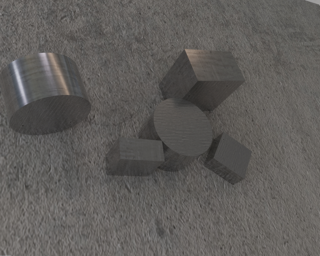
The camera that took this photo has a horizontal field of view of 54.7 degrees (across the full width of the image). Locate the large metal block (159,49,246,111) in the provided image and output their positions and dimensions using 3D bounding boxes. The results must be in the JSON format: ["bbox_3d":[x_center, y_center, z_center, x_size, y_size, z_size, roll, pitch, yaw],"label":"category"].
[{"bbox_3d":[0.057,-0.064,0.438,0.081,0.080,0.050,-5,65,-31],"label":"large metal block"}]

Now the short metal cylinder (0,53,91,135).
[{"bbox_3d":[-0.119,-0.033,0.325,0.081,0.080,0.050,-10,67,-32],"label":"short metal cylinder"}]

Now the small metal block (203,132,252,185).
[{"bbox_3d":[0.095,0.042,0.429,0.050,0.025,0.050,34,51,-6],"label":"small metal block"}]

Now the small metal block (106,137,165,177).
[{"bbox_3d":[-0.029,0.034,0.351,0.050,0.050,0.025,6,60,-25],"label":"small metal block"}]

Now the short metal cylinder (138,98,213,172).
[{"bbox_3d":[0.019,0.009,0.392,0.081,0.050,0.080,14,56,-21],"label":"short metal cylinder"}]
